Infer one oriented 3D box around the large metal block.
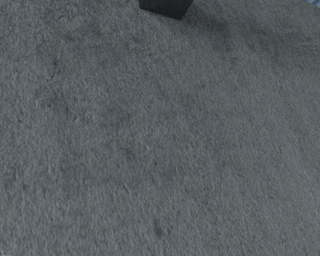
[{"bbox_3d":[0.008,-0.246,0.544,0.081,0.050,0.080,7,59,-25],"label":"large metal block"}]
